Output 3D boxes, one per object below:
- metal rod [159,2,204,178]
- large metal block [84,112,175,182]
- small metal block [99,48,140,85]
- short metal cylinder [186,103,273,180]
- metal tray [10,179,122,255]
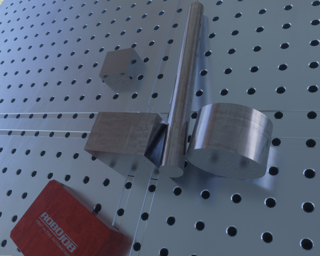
[{"bbox_3d":[0.035,-0.073,0.403,0.025,0.025,0.300,-8,49,24],"label":"metal rod"},{"bbox_3d":[-0.028,0.023,0.372,0.080,0.080,0.050,3,63,29],"label":"large metal block"},{"bbox_3d":[-0.065,-0.099,0.501,0.050,0.025,0.050,-2,61,27],"label":"small metal block"},{"bbox_3d":[0.073,0.016,0.324,0.080,0.080,0.050,4,64,30],"label":"short metal cylinder"},{"bbox_3d":[-0.120,0.133,0.384,0.130,0.030,0.090,27,76,36],"label":"metal tray"}]
